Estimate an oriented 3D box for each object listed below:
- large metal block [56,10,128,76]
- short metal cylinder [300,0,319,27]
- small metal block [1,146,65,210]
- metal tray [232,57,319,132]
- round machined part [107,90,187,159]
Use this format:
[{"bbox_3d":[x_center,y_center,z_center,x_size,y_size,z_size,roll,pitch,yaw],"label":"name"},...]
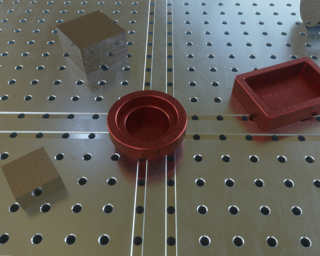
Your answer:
[{"bbox_3d":[-0.110,-0.142,0.510,0.081,0.050,0.080,-31,57,-23],"label":"large metal block"},{"bbox_3d":[0.301,-0.228,0.565,0.050,0.080,0.080,-6,50,-5],"label":"short metal cylinder"},{"bbox_3d":[-0.147,0.057,0.359,0.050,0.025,0.050,-28,56,-22],"label":"small metal block"},{"bbox_3d":[0.184,-0.053,0.449,0.131,0.030,0.090,-17,52,-14],"label":"metal tray"},{"bbox_3d":[-0.016,0.000,0.396,0.099,0.042,0.098,0,50,0],"label":"round machined part"}]
